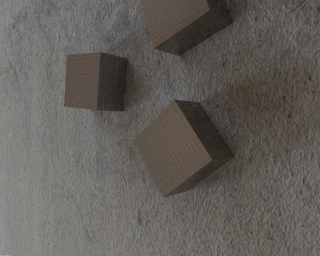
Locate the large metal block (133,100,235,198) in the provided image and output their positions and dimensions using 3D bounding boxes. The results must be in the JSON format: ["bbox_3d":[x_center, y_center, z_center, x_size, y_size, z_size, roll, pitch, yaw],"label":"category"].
[{"bbox_3d":[0.026,0.024,0.367,0.080,0.050,0.080,-44,64,31],"label":"large metal block"}]

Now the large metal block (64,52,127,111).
[{"bbox_3d":[-0.099,-0.069,0.470,0.080,0.050,0.079,8,95,39],"label":"large metal block"}]

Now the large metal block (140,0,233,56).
[{"bbox_3d":[0.027,-0.144,0.366,0.080,0.050,0.080,-25,74,37],"label":"large metal block"}]
